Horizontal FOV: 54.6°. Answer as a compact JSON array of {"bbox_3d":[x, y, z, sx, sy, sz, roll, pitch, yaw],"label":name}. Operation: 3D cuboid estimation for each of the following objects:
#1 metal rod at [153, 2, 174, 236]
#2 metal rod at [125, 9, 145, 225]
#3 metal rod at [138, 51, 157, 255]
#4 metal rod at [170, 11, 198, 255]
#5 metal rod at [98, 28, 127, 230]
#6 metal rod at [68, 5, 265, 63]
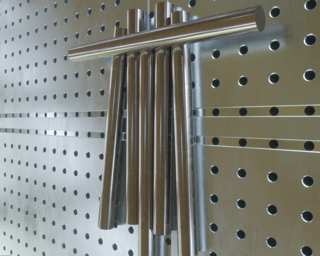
[{"bbox_3d":[0.004,-0.011,0.408,0.025,0.025,0.298,1,91,40],"label":"metal rod"},{"bbox_3d":[-0.035,-0.015,0.440,0.025,0.025,0.298,1,91,40],"label":"metal rod"},{"bbox_3d":[-0.017,0.041,0.424,0.025,0.025,0.298,1,91,40],"label":"metal rod"},{"bbox_3d":[0.030,0.006,0.386,0.025,0.025,0.298,-3,88,40],"label":"metal rod"},{"bbox_3d":[-0.069,0.004,0.466,0.025,0.025,0.298,9,96,40],"label":"metal rod"},{"bbox_3d":[-0.019,-0.110,0.393,0.300,0.025,0.025,3,92,40],"label":"metal rod"}]
